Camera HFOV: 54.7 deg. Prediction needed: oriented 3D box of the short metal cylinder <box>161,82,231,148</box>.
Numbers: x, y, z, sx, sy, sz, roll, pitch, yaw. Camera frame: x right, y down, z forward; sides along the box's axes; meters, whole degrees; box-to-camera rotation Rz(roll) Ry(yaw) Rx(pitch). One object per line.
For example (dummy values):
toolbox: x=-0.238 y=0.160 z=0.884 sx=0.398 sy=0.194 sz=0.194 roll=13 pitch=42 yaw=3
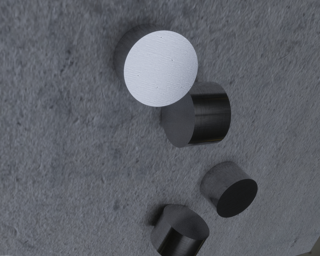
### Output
short metal cylinder: x=0.043 y=-0.018 z=0.385 sx=0.050 sy=0.080 sz=0.079 roll=-5 pitch=121 yaw=-27

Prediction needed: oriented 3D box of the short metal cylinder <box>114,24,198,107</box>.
short metal cylinder: x=-0.006 y=-0.069 z=0.339 sx=0.081 sy=0.050 sz=0.079 roll=-9 pitch=117 yaw=-17

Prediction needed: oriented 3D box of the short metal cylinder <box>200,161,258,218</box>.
short metal cylinder: x=0.115 y=0.103 z=0.520 sx=0.081 sy=0.050 sz=0.079 roll=-14 pitch=125 yaw=-21

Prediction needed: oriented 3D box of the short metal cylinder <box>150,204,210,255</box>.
short metal cylinder: x=0.031 y=0.168 z=0.494 sx=0.081 sy=0.080 sz=0.050 roll=14 pitch=111 yaw=-34
